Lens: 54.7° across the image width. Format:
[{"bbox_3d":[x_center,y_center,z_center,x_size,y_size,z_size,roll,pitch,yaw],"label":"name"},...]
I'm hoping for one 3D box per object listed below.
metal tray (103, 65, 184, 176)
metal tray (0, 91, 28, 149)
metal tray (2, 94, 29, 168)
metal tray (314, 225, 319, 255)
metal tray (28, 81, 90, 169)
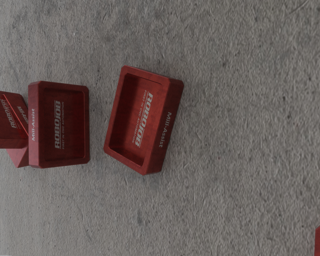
[{"bbox_3d":[-0.026,-0.012,0.422,0.090,0.030,0.129,24,105,37],"label":"metal tray"},{"bbox_3d":[-0.301,-0.018,0.609,0.030,0.091,0.130,-47,62,24],"label":"metal tray"},{"bbox_3d":[-0.292,0.004,0.632,0.130,0.030,0.090,51,123,21],"label":"metal tray"},{"bbox_3d":[0.194,0.131,0.241,0.130,0.030,0.089,4,92,40],"label":"metal tray"},{"bbox_3d":[-0.159,-0.005,0.493,0.030,0.091,0.129,-2,89,40],"label":"metal tray"}]
